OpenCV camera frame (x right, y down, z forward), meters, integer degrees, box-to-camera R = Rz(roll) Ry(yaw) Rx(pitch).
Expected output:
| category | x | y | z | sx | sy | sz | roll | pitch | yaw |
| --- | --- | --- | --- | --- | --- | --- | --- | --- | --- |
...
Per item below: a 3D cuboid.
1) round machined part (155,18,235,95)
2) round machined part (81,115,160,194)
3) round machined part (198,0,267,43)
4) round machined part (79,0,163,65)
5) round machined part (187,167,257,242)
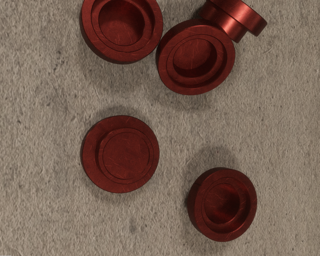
| category | x | y | z | sx | sy | sz | roll | pitch | yaw |
| --- | --- | --- | --- | --- | --- | --- | --- | --- | --- |
| round machined part | 0.043 | -0.094 | 0.399 | 0.099 | 0.042 | 0.097 | -6 | 132 | -7 |
| round machined part | -0.046 | 0.033 | 0.384 | 0.099 | 0.042 | 0.097 | 0 | 90 | -21 |
| round machined part | 0.090 | -0.150 | 0.413 | 0.098 | 0.098 | 0.042 | 29 | 113 | -18 |
| round machined part | -0.049 | -0.127 | 0.382 | 0.099 | 0.042 | 0.097 | 0 | 90 | -21 |
| round machined part | 0.082 | 0.103 | 0.432 | 0.099 | 0.042 | 0.097 | 0 | 90 | -21 |
